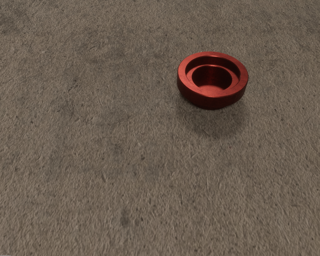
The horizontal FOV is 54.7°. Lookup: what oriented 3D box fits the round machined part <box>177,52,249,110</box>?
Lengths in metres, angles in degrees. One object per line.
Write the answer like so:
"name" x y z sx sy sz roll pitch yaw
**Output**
"round machined part" 0.073 -0.064 0.447 0.099 0.042 0.098 0 50 0
